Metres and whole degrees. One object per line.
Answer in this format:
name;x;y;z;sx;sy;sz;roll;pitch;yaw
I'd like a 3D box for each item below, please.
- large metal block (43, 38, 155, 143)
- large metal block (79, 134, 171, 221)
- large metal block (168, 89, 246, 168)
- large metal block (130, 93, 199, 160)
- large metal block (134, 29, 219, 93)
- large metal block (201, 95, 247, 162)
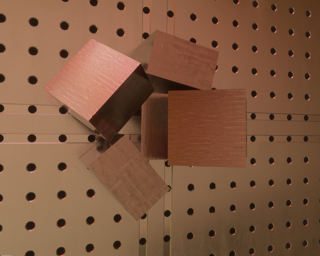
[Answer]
large metal block;-0.068;-0.044;0.351;0.080;0.080;0.050;-51;150;-13
large metal block;-0.045;0.053;0.365;0.050;0.080;0.080;-42;104;-16
large metal block;0.054;0.000;0.345;0.080;0.050;0.080;0;89;14
large metal block;0.007;-0.002;0.402;0.081;0.050;0.080;1;90;-20
large metal block;0.014;-0.075;0.389;0.081;0.080;0.050;14;85;-19
large metal block;0.086;0.000;0.406;0.050;0.080;0.080;0;90;18
